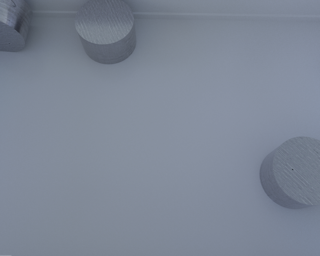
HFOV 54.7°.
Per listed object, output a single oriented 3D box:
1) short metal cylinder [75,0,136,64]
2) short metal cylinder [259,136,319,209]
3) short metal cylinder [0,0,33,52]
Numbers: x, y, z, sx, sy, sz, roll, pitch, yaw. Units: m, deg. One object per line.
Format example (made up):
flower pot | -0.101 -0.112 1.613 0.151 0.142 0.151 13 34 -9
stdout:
short metal cylinder | -0.076 -0.140 0.447 0.081 0.050 0.080 0 70 0
short metal cylinder | 0.170 0.056 0.378 0.081 0.050 0.080 0 70 0
short metal cylinder | -0.226 -0.151 0.433 0.081 0.080 0.050 4 70 1
